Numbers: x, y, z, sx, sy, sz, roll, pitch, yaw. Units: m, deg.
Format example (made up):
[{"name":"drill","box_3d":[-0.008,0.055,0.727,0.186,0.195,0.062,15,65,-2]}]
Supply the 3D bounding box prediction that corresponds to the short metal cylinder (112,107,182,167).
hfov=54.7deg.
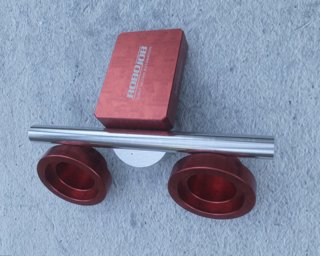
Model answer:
[{"name":"short metal cylinder","box_3d":[-0.017,0.008,0.402,0.080,0.050,0.079,0,90,19]}]

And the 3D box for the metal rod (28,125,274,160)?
[{"name":"metal rod","box_3d":[-0.026,0.014,0.366,0.301,0.025,0.025,3,91,19]}]

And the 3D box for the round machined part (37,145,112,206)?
[{"name":"round machined part","box_3d":[-0.111,0.059,0.422,0.098,0.042,0.097,9,131,11]}]

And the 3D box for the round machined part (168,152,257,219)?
[{"name":"round machined part","box_3d":[0.061,0.062,0.360,0.098,0.042,0.097,10,136,11]}]

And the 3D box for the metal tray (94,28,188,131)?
[{"name":"metal tray","box_3d":[-0.020,-0.062,0.385,0.090,0.030,0.130,2,65,19]}]
